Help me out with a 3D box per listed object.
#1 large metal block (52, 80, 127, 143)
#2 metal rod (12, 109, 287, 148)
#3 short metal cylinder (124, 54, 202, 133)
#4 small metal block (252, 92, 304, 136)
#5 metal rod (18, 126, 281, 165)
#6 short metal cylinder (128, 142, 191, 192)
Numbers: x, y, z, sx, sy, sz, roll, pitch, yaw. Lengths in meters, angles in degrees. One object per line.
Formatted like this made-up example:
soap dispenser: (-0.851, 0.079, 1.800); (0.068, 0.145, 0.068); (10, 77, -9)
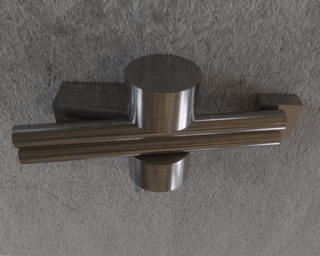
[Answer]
large metal block: (-0.079, -0.010, 0.383); (0.081, 0.050, 0.079); (1, 130, -2)
metal rod: (-0.004, 0.000, 0.350); (0.302, 0.025, 0.025); (-4, 131, -8)
short metal cylinder: (0.003, -0.040, 0.339); (0.081, 0.080, 0.050); (1, 130, -1)
small metal block: (0.146, -0.017, 0.396); (0.050, 0.025, 0.050); (2, 130, -2)
metal rod: (-0.005, 0.019, 0.366); (0.302, 0.025, 0.025); (-4, 131, -8)
short metal cylinder: (-0.001, 0.036, 0.403); (0.081, 0.080, 0.050); (1, 130, -1)
